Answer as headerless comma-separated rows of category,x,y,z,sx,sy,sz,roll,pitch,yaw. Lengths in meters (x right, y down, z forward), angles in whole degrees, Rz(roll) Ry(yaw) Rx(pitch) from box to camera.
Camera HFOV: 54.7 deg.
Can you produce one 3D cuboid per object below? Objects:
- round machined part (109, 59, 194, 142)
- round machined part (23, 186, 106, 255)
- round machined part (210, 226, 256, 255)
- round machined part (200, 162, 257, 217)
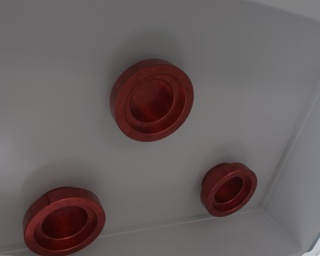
round machined part,-0.013,-0.035,0.369,0.099,0.042,0.097,-14,124,-21
round machined part,-0.124,0.115,0.401,0.099,0.042,0.097,-14,124,-21
round machined part,0.141,0.237,0.623,0.099,0.042,0.097,-14,124,-21
round machined part,0.109,0.097,0.517,0.099,0.042,0.097,-14,124,-21
